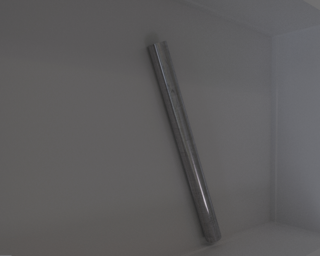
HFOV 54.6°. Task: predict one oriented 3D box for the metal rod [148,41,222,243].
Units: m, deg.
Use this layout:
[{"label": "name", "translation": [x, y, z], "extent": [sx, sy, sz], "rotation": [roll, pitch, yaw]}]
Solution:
[{"label": "metal rod", "translation": [0.039, 0.029, 0.437], "extent": [0.025, 0.025, 0.299], "rotation": [-28, 107, -36]}]
